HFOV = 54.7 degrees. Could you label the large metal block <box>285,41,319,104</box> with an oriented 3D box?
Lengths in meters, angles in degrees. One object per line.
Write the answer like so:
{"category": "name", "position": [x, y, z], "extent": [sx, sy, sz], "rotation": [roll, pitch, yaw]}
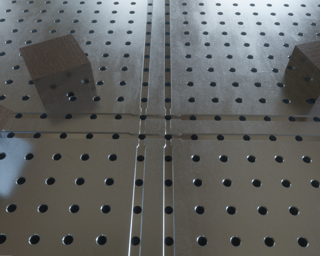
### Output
{"category": "large metal block", "position": [0.254, -0.089, 0.469], "extent": [0.081, 0.050, 0.080], "rotation": [-13, 51, -11]}

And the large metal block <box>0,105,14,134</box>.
{"category": "large metal block", "position": [-0.236, 0.000, 0.362], "extent": [0.080, 0.050, 0.080], "rotation": [33, 45, -25]}

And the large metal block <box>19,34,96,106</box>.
{"category": "large metal block", "position": [-0.153, -0.089, 0.464], "extent": [0.081, 0.050, 0.080], "rotation": [-23, 54, -19]}
